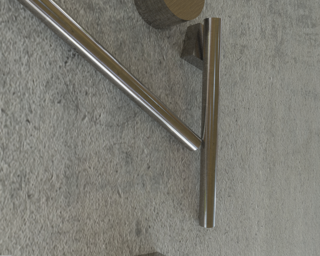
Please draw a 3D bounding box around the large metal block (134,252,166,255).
[{"bbox_3d":[-0.021,0.203,0.373,0.081,0.050,0.080,9,84,-40],"label":"large metal block"}]

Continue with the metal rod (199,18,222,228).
[{"bbox_3d":[0.072,-0.002,0.447,0.025,0.025,0.298,-6,100,-40],"label":"metal rod"}]

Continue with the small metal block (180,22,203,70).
[{"bbox_3d":[0.061,-0.119,0.458,0.050,0.025,0.050,22,76,-38],"label":"small metal block"}]

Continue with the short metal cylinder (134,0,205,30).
[{"bbox_3d":[0.012,-0.174,0.400,0.081,0.050,0.079,0,90,-40],"label":"short metal cylinder"}]

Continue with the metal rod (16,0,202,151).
[{"bbox_3d":[-0.046,-0.060,0.367,0.300,0.025,0.025,41,65,-33],"label":"metal rod"}]
